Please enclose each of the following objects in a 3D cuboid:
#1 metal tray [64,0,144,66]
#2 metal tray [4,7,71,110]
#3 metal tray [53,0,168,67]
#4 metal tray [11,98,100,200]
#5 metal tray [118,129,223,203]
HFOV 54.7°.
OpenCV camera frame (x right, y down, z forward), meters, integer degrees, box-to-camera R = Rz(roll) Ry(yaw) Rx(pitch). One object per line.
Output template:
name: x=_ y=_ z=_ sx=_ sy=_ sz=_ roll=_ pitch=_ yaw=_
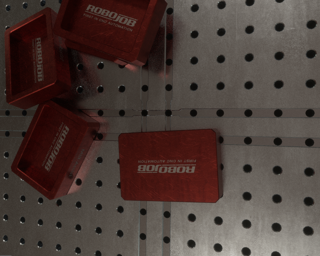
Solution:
metal tray: x=-0.072 y=-0.163 z=0.434 sx=0.090 sy=0.030 sz=0.129 roll=21 pitch=97 yaw=18
metal tray: x=-0.181 y=-0.102 z=0.454 sx=0.090 sy=0.030 sz=0.130 roll=-19 pitch=68 yaw=18
metal tray: x=-0.066 y=-0.143 z=0.399 sx=0.130 sy=0.030 sz=0.089 roll=23 pitch=97 yaw=18
metal tray: x=-0.158 y=0.029 z=0.463 sx=0.090 sy=0.030 sz=0.129 roll=31 pitch=100 yaw=17
metal tray: x=0.012 y=0.048 z=0.405 sx=0.130 sy=0.030 sz=0.089 roll=-3 pitch=89 yaw=19
